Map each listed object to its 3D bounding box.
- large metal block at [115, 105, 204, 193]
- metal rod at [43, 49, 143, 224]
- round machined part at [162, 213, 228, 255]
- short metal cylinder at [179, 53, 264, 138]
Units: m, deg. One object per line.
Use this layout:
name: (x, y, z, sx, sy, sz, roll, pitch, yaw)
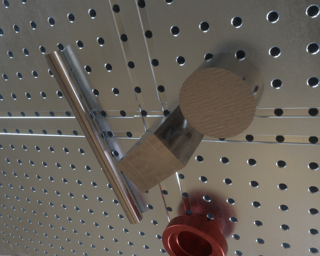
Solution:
large metal block: (0.003, 0.025, 0.389, 0.050, 0.080, 0.080, 47, 129, -5)
metal rod: (-0.094, 0.026, 0.476, 0.025, 0.025, 0.299, -9, 114, 32)
round machined part: (0.056, 0.171, 0.477, 0.098, 0.042, 0.097, 13, 124, 21)
short metal cylinder: (0.067, -0.036, 0.337, 0.080, 0.050, 0.079, 13, 124, 21)
